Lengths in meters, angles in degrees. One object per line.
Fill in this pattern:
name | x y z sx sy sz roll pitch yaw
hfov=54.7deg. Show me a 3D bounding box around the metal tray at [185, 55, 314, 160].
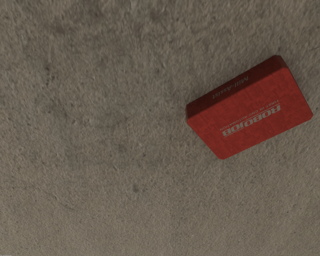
metal tray | 0.109 -0.020 0.389 0.130 0.030 0.090 -29 125 22
